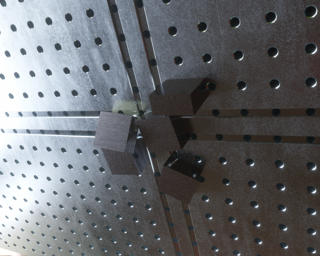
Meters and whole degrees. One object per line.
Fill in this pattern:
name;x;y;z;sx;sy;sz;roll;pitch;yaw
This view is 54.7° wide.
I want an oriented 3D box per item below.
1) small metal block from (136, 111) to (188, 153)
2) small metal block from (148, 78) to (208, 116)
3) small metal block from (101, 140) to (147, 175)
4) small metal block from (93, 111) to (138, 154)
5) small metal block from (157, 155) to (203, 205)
small metal block;0.003;0.003;0.410;0.050;0.025;0.050;-8;115;31
small metal block;0.022;-0.037;0.359;0.050;0.050;0.025;1;119;27
small metal block;-0.054;0.042;0.464;0.050;0.025;0.050;-5;116;30
small metal block;-0.060;0.006;0.428;0.050;0.025;0.050;8;84;23
small metal block;0.028;0.074;0.441;0.050;0.025;0.050;22;127;14
